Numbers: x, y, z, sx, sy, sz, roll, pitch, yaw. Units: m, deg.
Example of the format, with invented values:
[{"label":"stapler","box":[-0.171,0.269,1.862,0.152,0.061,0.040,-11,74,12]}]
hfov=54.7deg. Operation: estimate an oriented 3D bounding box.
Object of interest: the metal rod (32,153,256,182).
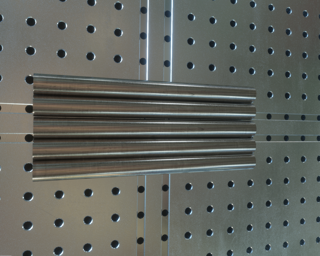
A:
[{"label":"metal rod","box":[-0.006,0.050,0.411,0.303,0.025,0.025,0,90,-21]}]

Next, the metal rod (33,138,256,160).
[{"label":"metal rod","box":[-0.005,0.026,0.411,0.303,0.025,0.025,0,90,-21]}]

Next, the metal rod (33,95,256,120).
[{"label":"metal rod","box":[-0.005,-0.025,0.412,0.303,0.025,0.025,0,90,-21]}]

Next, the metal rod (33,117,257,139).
[{"label":"metal rod","box":[-0.005,0.001,0.412,0.303,0.025,0.025,0,90,-21]}]

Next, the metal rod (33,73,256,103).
[{"label":"metal rod","box":[-0.005,-0.050,0.412,0.303,0.025,0.025,0,90,-21]}]
